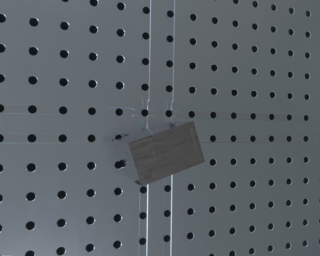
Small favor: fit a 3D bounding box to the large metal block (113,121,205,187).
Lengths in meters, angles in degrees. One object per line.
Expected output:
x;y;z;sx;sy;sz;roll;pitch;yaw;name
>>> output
-0.004;0.027;0.382;0.081;0.080;0.050;-18;97;-19;large metal block
